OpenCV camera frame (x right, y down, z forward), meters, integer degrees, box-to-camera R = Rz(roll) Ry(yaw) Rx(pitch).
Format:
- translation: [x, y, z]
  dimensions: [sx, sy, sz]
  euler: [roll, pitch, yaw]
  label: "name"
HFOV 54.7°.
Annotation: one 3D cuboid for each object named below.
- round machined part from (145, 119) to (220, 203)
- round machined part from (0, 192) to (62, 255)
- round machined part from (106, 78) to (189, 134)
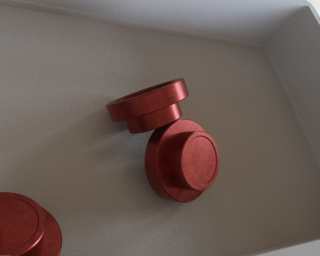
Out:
- translation: [0.033, 0.038, 0.363]
  dimensions: [0.099, 0.042, 0.097]
  euler: [4, 84, -43]
  label: "round machined part"
- translation: [-0.129, 0.089, 0.245]
  dimensions: [0.099, 0.042, 0.098]
  euler: [15, 28, -8]
  label: "round machined part"
- translation: [-0.011, -0.025, 0.375]
  dimensions: [0.099, 0.098, 0.042]
  euler: [-28, 104, -37]
  label: "round machined part"
